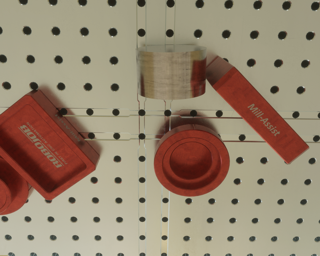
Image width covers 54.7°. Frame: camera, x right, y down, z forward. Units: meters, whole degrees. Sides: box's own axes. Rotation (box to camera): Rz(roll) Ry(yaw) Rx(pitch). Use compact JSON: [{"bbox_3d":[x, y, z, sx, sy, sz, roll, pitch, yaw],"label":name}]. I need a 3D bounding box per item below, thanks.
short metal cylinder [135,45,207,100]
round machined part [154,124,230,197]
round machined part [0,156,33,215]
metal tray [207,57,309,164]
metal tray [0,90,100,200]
[{"bbox_3d":[0.013,-0.067,0.360,0.081,0.080,0.050,-1,110,0],"label":"short metal cylinder"},{"bbox_3d":[0.041,0.040,0.420,0.099,0.042,0.097,0,110,-1],"label":"round machined part"},{"bbox_3d":[-0.233,0.082,0.431,0.099,0.042,0.097,0,110,-1],"label":"round machined part"},{"bbox_3d":[0.111,-0.024,0.371,0.130,0.090,0.030,42,105,-14],"label":"metal tray"},{"bbox_3d":[-0.158,0.025,0.417,0.090,0.030,0.130,-35,107,11],"label":"metal tray"}]
